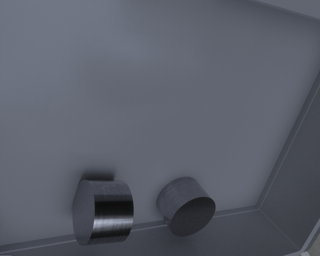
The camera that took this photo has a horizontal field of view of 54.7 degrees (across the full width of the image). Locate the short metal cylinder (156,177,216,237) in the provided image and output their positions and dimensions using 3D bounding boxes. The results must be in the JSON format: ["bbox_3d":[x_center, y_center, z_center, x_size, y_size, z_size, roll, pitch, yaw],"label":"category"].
[{"bbox_3d":[0.041,0.125,0.495,0.081,0.050,0.079,-14,125,-21],"label":"short metal cylinder"}]

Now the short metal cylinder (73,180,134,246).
[{"bbox_3d":[-0.075,0.108,0.400,0.050,0.080,0.079,8,115,-32],"label":"short metal cylinder"}]
